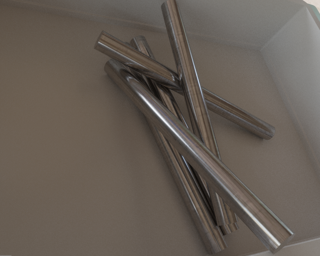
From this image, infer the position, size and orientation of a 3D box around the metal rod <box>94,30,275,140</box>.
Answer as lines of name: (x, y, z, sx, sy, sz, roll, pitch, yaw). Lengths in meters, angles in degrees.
metal rod: (0.050, -0.050, 0.439, 0.302, 0.025, 0.025, 25, 52, -23)

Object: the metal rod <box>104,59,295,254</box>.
metal rod: (0.018, 0.005, 0.339, 0.025, 0.025, 0.300, -14, 46, -34)

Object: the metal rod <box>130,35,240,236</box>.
metal rod: (0.026, -0.003, 0.422, 0.025, 0.025, 0.299, -12, 68, -34)

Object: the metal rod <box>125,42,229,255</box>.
metal rod: (0.006, 0.013, 0.402, 0.025, 0.025, 0.299, -13, 69, -34)

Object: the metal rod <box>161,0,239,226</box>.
metal rod: (0.046, -0.031, 0.394, 0.025, 0.025, 0.299, -4, 72, -30)
